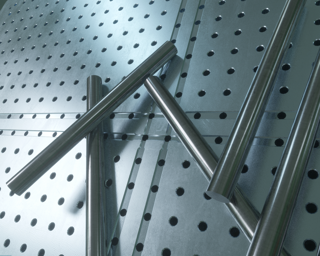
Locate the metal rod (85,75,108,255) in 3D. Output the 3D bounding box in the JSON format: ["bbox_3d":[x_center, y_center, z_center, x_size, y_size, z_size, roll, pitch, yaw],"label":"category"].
[{"bbox_3d":[-0.090,0.043,0.430,0.025,0.025,0.300,-21,54,16],"label":"metal rod"}]

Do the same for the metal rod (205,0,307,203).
[{"bbox_3d":[0.121,-0.054,0.361,0.025,0.025,0.300,12,62,33],"label":"metal rod"}]

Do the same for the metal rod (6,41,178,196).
[{"bbox_3d":[-0.086,-0.022,0.439,0.301,0.025,0.025,-44,50,-14],"label":"metal rod"}]

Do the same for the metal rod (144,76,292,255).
[{"bbox_3d":[0.051,0.032,0.362,0.025,0.025,0.300,-36,51,4],"label":"metal rod"}]

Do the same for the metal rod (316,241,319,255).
[{"bbox_3d":[0.180,0.042,0.288,0.025,0.025,0.300,13,68,33],"label":"metal rod"}]

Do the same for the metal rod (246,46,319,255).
[{"bbox_3d":[0.140,0.013,0.308,0.025,0.025,0.300,13,62,33],"label":"metal rod"}]
